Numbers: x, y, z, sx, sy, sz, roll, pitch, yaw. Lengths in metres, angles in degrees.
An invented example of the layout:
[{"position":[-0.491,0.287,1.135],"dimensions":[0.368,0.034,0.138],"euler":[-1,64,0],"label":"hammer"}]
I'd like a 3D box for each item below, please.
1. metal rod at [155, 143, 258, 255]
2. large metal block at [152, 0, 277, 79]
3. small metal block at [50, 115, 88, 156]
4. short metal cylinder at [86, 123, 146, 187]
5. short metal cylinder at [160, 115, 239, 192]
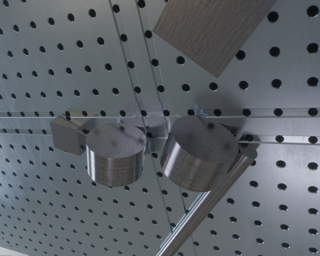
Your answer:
[{"position":[0.054,0.132,0.464],"dimensions":[0.025,0.025,0.298],"euler":[32,129,7],"label":"metal rod"},{"position":[0.052,-0.109,0.300],"dimensions":[0.080,0.050,0.080],"euler":[37,129,3],"label":"large metal block"},{"position":[-0.143,0.011,0.494],"dimensions":[0.050,0.025,0.050],"euler":[15,125,20],"label":"small metal block"},{"position":[-0.061,0.035,0.429],"dimensions":[0.080,0.080,0.050],"euler":[18,126,17],"label":"short metal cylinder"},{"position":[0.046,0.029,0.370],"dimensions":[0.080,0.080,0.050],"euler":[28,128,10],"label":"short metal cylinder"}]
